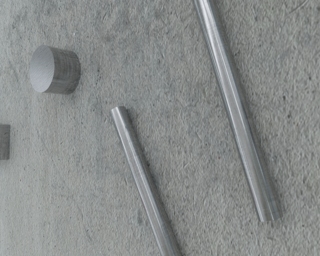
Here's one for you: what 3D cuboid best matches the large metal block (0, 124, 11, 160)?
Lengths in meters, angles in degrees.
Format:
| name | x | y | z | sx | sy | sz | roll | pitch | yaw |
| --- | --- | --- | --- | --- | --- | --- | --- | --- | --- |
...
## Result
| name | x | y | z | sx | sy | sz | roll | pitch | yaw |
| --- | --- | --- | --- | --- | --- | --- | --- | --- | --- |
| large metal block | -0.388 | 0.029 | 0.709 | 0.080 | 0.050 | 0.079 | 5 | 93 | 40 |

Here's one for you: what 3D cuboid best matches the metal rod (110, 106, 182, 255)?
| name | x | y | z | sx | sy | sz | roll | pitch | yaw |
| --- | --- | --- | --- | --- | --- | --- | --- | --- | --- |
| metal rod | -0.008 | 0.106 | 0.411 | 0.025 | 0.025 | 0.299 | -35 | 69 | 34 |

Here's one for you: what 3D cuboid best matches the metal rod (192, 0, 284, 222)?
| name | x | y | z | sx | sy | sz | roll | pitch | yaw |
| --- | --- | --- | --- | --- | --- | --- | --- | --- | --- |
| metal rod | 0.076 | -0.051 | 0.342 | 0.025 | 0.025 | 0.299 | -23 | 76 | 38 |

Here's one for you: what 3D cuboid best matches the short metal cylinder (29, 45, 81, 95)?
| name | x | y | z | sx | sy | sz | roll | pitch | yaw |
| --- | --- | --- | --- | --- | --- | --- | --- | --- | --- |
| short metal cylinder | -0.184 | -0.100 | 0.540 | 0.080 | 0.050 | 0.079 | 0 | 90 | 40 |
